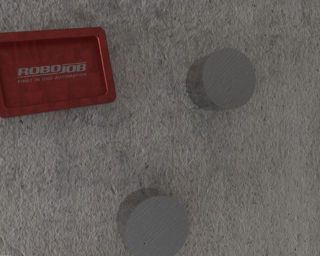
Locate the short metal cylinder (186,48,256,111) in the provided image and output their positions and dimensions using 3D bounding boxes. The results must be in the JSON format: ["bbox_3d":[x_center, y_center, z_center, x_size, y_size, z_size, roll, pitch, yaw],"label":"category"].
[{"bbox_3d":[0.083,-0.064,0.426,0.081,0.050,0.079,0,90,-20],"label":"short metal cylinder"}]

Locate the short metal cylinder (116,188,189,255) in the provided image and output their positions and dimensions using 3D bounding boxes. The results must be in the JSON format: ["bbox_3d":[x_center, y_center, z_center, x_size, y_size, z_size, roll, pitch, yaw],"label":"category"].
[{"bbox_3d":[-0.010,0.121,0.392,0.081,0.050,0.079,0,90,-20],"label":"short metal cylinder"}]

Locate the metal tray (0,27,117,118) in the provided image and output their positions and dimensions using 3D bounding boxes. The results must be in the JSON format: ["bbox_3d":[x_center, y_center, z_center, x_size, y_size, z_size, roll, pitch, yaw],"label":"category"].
[{"bbox_3d":[-0.124,-0.065,0.360,0.131,0.030,0.089,-11,94,-20],"label":"metal tray"}]
